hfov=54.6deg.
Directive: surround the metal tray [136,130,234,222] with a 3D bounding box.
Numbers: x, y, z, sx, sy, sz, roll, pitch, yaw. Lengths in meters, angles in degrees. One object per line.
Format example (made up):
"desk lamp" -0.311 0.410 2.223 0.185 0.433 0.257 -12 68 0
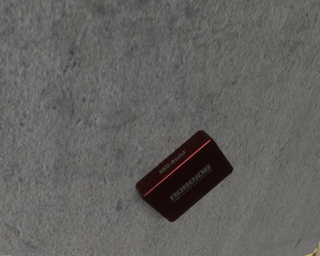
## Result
"metal tray" 0.040 0.075 0.471 0.130 0.030 0.090 -40 129 -1
